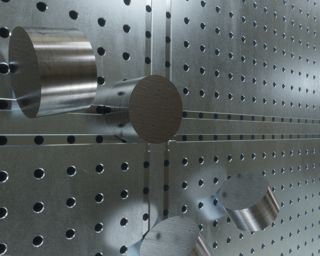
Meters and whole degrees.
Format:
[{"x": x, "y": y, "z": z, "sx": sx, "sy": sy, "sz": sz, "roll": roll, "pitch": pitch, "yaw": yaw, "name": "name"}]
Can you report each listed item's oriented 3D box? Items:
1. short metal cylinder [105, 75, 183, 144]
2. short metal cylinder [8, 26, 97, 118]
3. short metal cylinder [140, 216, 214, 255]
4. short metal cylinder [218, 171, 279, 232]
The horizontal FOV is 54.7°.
[{"x": -0.019, "y": -0.022, "z": 0.377, "sx": 0.081, "sy": 0.050, "sz": 0.079, "roll": 0, "pitch": 91, "yaw": -40, "name": "short metal cylinder"}, {"x": -0.101, "y": -0.052, "z": 0.288, "sx": 0.050, "sy": 0.080, "sz": 0.079, "roll": -13, "pitch": 99, "yaw": -39, "name": "short metal cylinder"}, {"x": 0.022, "y": 0.159, "z": 0.392, "sx": 0.080, "sy": 0.080, "sz": 0.050, "roll": -42, "pitch": 116, "yaw": -32, "name": "short metal cylinder"}, {"x": 0.140, "y": 0.115, "z": 0.491, "sx": 0.080, "sy": 0.080, "sz": 0.050, "roll": -47, "pitch": 118, "yaw": -30, "name": "short metal cylinder"}]
